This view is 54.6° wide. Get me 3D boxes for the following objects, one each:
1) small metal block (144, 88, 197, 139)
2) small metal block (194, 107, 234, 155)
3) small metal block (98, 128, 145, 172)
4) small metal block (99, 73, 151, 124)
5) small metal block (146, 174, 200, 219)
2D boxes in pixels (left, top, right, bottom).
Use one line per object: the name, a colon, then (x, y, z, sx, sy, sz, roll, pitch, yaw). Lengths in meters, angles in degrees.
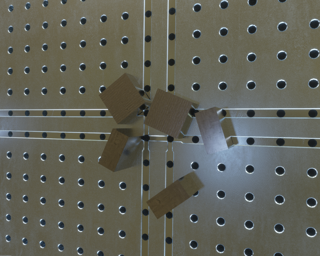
small metal block: (0.014, -0.019, 0.408, 0.050, 0.025, 0.050, 25, 98, 18)
small metal block: (0.067, 0.003, 0.376, 0.025, 0.050, 0.050, -18, 84, 19)
small metal block: (-0.051, 0.028, 0.418, 0.025, 0.050, 0.050, 27, 99, 18)
small metal block: (-0.048, -0.040, 0.430, 0.050, 0.025, 0.050, -37, 78, 16)
small metal block: (0.018, 0.086, 0.393, 0.050, 0.050, 0.025, -38, 78, 16)
